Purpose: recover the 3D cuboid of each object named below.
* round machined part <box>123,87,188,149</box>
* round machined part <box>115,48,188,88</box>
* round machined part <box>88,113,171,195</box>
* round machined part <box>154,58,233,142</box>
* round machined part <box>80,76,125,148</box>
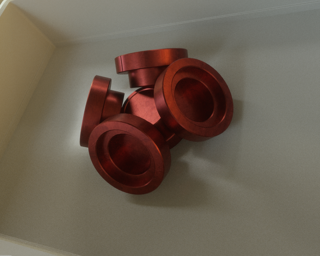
[{"bbox_3d":[-0.012,-0.017,0.408,0.098,0.042,0.098,-13,56,20],"label":"round machined part"},{"bbox_3d":[-0.010,-0.079,0.420,0.098,0.098,0.042,-3,98,26],"label":"round machined part"},{"bbox_3d":[-0.032,0.027,0.367,0.098,0.097,0.042,-1,25,27],"label":"round machined part"},{"bbox_3d":[0.036,-0.030,0.369,0.042,0.099,0.098,-33,40,55],"label":"round machined part"},{"bbox_3d":[-0.075,-0.019,0.418,0.042,0.098,0.098,12,62,-8],"label":"round machined part"}]
